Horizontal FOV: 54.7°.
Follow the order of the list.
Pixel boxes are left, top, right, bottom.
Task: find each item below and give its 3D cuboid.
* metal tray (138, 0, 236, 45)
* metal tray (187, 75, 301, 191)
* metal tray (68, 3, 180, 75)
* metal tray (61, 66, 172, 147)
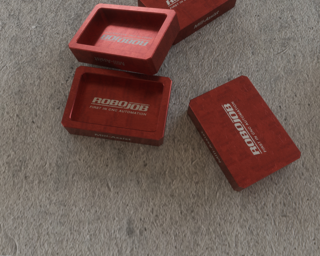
[{"bbox_3d":[0.043,-0.197,0.478,0.131,0.030,0.090,-35,74,-12],"label":"metal tray"},{"bbox_3d":[0.105,0.005,0.404,0.090,0.030,0.130,-26,72,-9],"label":"metal tray"},{"bbox_3d":[-0.049,-0.126,0.427,0.130,0.030,0.090,15,65,23],"label":"metal tray"},{"bbox_3d":[-0.055,-0.030,0.415,0.131,0.030,0.090,8,70,3],"label":"metal tray"}]
